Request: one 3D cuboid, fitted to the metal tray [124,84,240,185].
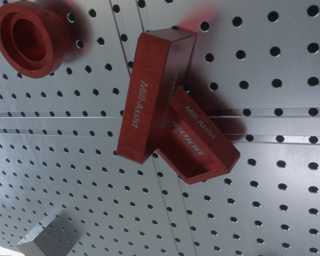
[{"bbox_3d":[0.024,0.008,0.383,0.130,0.030,0.090,48,146,-6],"label":"metal tray"}]

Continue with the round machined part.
[{"bbox_3d":[-0.168,-0.119,0.415,0.098,0.042,0.097,13,124,21],"label":"round machined part"}]

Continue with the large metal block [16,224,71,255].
[{"bbox_3d":[-0.264,0.271,0.703,0.080,0.050,0.080,-26,105,37],"label":"large metal block"}]

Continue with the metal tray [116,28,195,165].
[{"bbox_3d":[-0.004,-0.036,0.333,0.030,0.090,0.129,21,116,13],"label":"metal tray"}]
